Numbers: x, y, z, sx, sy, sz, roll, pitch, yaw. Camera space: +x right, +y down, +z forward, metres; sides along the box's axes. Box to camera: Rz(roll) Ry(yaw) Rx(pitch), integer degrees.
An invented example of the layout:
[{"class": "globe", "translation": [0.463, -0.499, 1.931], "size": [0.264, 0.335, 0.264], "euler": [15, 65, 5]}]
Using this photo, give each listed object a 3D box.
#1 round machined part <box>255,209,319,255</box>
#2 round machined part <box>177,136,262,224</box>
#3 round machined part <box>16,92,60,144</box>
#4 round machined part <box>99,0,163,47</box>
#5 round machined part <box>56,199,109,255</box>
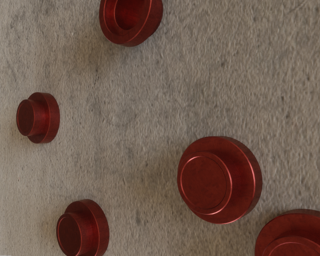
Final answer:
[{"class": "round machined part", "translation": [0.134, 0.127, 0.283], "size": [0.098, 0.042, 0.097], "euler": [0, 90, 39]}, {"class": "round machined part", "translation": [0.058, 0.058, 0.345], "size": [0.098, 0.042, 0.097], "euler": [0, 90, 39]}, {"class": "round machined part", "translation": [-0.235, -0.019, 0.584], "size": [0.098, 0.042, 0.097], "euler": [0, 90, 39]}, {"class": "round machined part", "translation": [-0.035, -0.159, 0.420], "size": [0.098, 0.042, 0.097], "euler": [0, 90, 39]}, {"class": "round machined part", "translation": [-0.130, 0.167, 0.498], "size": [0.098, 0.042, 0.097], "euler": [0, 90, 39]}]
